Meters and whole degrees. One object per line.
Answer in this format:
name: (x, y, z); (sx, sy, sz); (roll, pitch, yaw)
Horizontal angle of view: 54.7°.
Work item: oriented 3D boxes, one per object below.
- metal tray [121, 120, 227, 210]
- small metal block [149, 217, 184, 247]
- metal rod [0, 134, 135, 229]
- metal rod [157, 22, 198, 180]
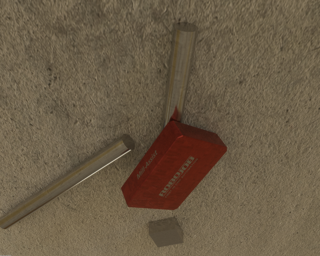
metal tray: (0.018, 0.056, 0.419); (0.091, 0.030, 0.129); (16, 120, -37)
small metal block: (0.012, 0.193, 0.571); (0.050, 0.025, 0.050); (-15, 129, 12)
metal rod: (-0.158, 0.093, 0.484); (0.299, 0.025, 0.025); (-33, 123, 24)
metal rod: (0.013, 0.009, 0.414); (0.025, 0.025, 0.298); (4, 130, -4)
